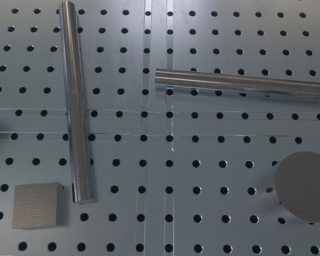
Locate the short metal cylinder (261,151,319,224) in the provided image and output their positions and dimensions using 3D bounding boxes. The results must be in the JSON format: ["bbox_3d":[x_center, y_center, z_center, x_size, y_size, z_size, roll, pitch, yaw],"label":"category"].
[{"bbox_3d":[0.170,0.073,0.373,0.081,0.050,0.080,0,70,0],"label":"short metal cylinder"}]

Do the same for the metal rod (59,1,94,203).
[{"bbox_3d":[-0.118,-0.049,0.428,0.025,0.025,0.299,-9,70,-3],"label":"metal rod"}]

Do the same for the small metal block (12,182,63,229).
[{"bbox_3d":[-0.147,0.095,0.376,0.050,0.025,0.050,-4,70,-2],"label":"small metal block"}]

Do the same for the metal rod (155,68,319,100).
[{"bbox_3d":[0.144,-0.059,0.434,0.302,0.025,0.025,5,70,1],"label":"metal rod"}]
